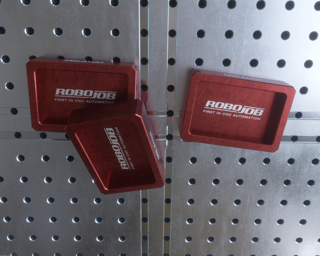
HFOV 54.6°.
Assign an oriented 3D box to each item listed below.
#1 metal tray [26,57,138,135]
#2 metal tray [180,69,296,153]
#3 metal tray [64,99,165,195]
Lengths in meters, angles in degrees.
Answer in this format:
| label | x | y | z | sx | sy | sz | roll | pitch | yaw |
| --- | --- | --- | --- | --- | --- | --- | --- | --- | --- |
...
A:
| label | x | y | z | sx | sy | sz | roll | pitch | yaw |
| --- | --- | --- | --- | --- | --- | --- | --- | --- | --- |
| metal tray | -0.095 | -0.040 | 0.395 | 0.131 | 0.030 | 0.089 | 3 | 110 | -2 |
| metal tray | 0.096 | -0.022 | 0.403 | 0.131 | 0.030 | 0.089 | 8 | 110 | -3 |
| metal tray | -0.051 | 0.029 | 0.393 | 0.090 | 0.030 | 0.129 | -9 | 130 | 9 |
